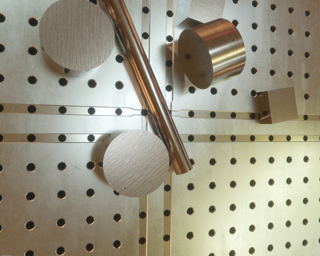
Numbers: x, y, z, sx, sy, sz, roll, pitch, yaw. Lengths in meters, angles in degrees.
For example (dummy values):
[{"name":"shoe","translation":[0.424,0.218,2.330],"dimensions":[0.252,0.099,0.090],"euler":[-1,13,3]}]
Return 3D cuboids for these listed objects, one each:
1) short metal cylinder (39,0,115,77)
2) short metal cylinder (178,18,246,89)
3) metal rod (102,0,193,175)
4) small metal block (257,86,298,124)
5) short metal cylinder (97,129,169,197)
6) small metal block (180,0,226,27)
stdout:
[{"name":"short metal cylinder","translation":[-0.098,-0.103,0.363],"dimensions":[0.081,0.050,0.080],"euler":[0,90,-20]},{"name":"short metal cylinder","translation":[0.066,-0.097,0.407],"dimensions":[0.050,0.080,0.080],"euler":[-24,98,-18]},{"name":"metal rod","translation":[-0.024,-0.078,0.403],"dimensions":[0.025,0.025,0.299],"euler":[-26,99,-18]},{"name":"small metal block","translation":[0.182,-0.035,0.479],"dimensions":[0.050,0.025,0.050],"euler":[-11,94,-20]},{"name":"short metal cylinder","translation":[-0.035,0.041,0.386],"dimensions":[0.081,0.050,0.080],"euler":[0,90,-20]},{"name":"small metal block","translation":[0.061,-0.167,0.435],"dimensions":[0.050,0.025,0.050],"euler":[12,86,-20]}]
